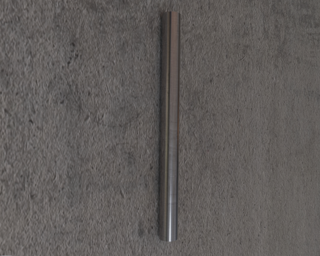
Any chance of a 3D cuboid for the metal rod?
[{"bbox_3d":[0.013,-0.002,0.414,0.025,0.025,0.298,1,89,-40],"label":"metal rod"}]
